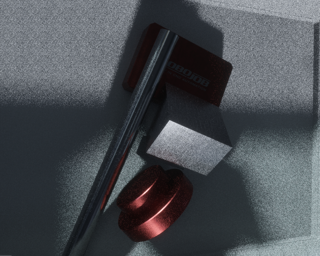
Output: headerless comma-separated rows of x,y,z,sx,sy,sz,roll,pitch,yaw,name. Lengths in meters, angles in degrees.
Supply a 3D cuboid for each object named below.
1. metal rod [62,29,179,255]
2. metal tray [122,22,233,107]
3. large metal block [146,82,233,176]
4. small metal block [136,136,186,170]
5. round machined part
-0.048,0.024,0.372,0.025,0.025,0.299,24,90,-19,metal rod
0.026,-0.070,0.419,0.131,0.030,0.090,23,82,-19,metal tray
0.031,0.000,0.371,0.080,0.080,0.050,23,123,-19,large metal block
0.003,0.031,0.399,0.050,0.050,0.025,23,83,-19,small metal block
-0.013,0.082,0.368,0.098,0.098,0.042,-43,104,-15,round machined part
